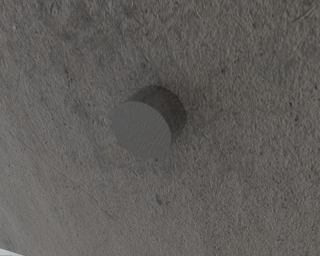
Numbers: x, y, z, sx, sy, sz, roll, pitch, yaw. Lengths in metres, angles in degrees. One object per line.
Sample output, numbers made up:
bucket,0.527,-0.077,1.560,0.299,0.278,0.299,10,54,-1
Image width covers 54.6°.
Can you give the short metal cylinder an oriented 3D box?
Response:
short metal cylinder,-0.013,-0.008,0.393,0.080,0.050,0.080,13,124,21
